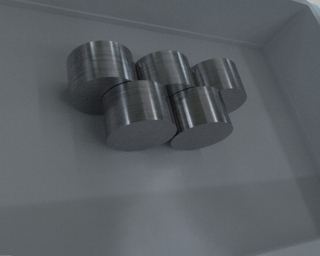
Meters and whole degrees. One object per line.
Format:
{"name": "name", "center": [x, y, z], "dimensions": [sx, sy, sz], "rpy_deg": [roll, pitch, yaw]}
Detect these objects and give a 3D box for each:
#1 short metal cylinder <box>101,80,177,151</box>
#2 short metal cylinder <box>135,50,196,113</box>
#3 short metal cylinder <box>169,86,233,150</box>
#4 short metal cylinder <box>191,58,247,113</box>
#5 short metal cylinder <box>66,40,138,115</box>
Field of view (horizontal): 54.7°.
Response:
{"name": "short metal cylinder", "center": [-0.025, -0.012, 0.362], "dimensions": [0.081, 0.080, 0.050], "rpy_deg": [1, 62, -28]}
{"name": "short metal cylinder", "center": [0.005, -0.055, 0.404], "dimensions": [0.081, 0.080, 0.050], "rpy_deg": [1, 62, -28]}
{"name": "short metal cylinder", "center": [0.048, -0.010, 0.400], "dimensions": [0.081, 0.080, 0.050], "rpy_deg": [1, 62, -28]}
{"name": "short metal cylinder", "center": [0.077, -0.054, 0.442], "dimensions": [0.081, 0.080, 0.050], "rpy_deg": [2, 61, -28]}
{"name": "short metal cylinder", "center": [-0.067, -0.057, 0.367], "dimensions": [0.081, 0.080, 0.050], "rpy_deg": [1, 62, -28]}
